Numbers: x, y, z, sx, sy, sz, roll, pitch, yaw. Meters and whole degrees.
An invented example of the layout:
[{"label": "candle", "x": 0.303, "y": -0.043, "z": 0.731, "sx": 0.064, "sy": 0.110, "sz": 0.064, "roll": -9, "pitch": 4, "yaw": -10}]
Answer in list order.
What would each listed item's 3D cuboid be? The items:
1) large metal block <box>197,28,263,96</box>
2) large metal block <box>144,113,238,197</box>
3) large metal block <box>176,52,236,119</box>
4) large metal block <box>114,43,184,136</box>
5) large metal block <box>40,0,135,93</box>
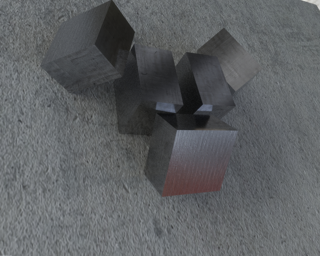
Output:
[{"label": "large metal block", "x": 0.101, "y": -0.093, "z": 0.475, "sx": 0.050, "sy": 0.080, "sz": 0.080, "roll": -41, "pitch": 84, "yaw": -1}, {"label": "large metal block", "x": 0.034, "y": 0.029, "z": 0.364, "sx": 0.081, "sy": 0.079, "sz": 0.050, "roll": 1, "pitch": 22, "yaw": -28}, {"label": "large metal block", "x": 0.048, "y": -0.044, "z": 0.425, "sx": 0.050, "sy": 0.080, "sz": 0.080, "roll": 1, "pitch": 62, "yaw": -28}, {"label": "large metal block", "x": -0.019, "y": -0.044, "z": 0.388, "sx": 0.050, "sy": 0.080, "sz": 0.080, "roll": 5, "pitch": 60, "yaw": -26}, {"label": "large metal block", "x": -0.084, "y": -0.096, "z": 0.373, "sx": 0.050, "sy": 0.080, "sz": 0.080, "roll": 49, "pitch": 39, "yaw": -43}]
